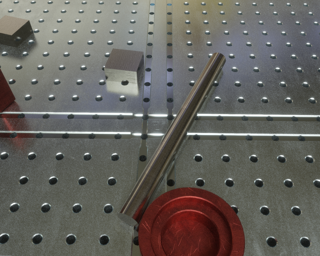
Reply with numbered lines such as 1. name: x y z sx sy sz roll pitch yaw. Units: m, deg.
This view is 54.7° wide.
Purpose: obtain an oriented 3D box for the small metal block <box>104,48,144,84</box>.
1. small metal block: -0.055 -0.098 0.490 0.050 0.025 0.050 8 50 6

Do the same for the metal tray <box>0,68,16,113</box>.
1. metal tray: -0.275 -0.080 0.430 0.130 0.090 0.030 21 53 17

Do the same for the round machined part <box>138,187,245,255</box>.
1. round machined part: 0.029 0.111 0.303 0.099 0.042 0.098 0 50 0

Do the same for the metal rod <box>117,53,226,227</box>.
1. metal rod: 0.030 -0.007 0.413 0.025 0.025 0.301 20 53 16

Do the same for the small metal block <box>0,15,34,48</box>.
1. small metal block: -0.265 -0.172 0.551 0.050 0.025 0.050 15 52 12
